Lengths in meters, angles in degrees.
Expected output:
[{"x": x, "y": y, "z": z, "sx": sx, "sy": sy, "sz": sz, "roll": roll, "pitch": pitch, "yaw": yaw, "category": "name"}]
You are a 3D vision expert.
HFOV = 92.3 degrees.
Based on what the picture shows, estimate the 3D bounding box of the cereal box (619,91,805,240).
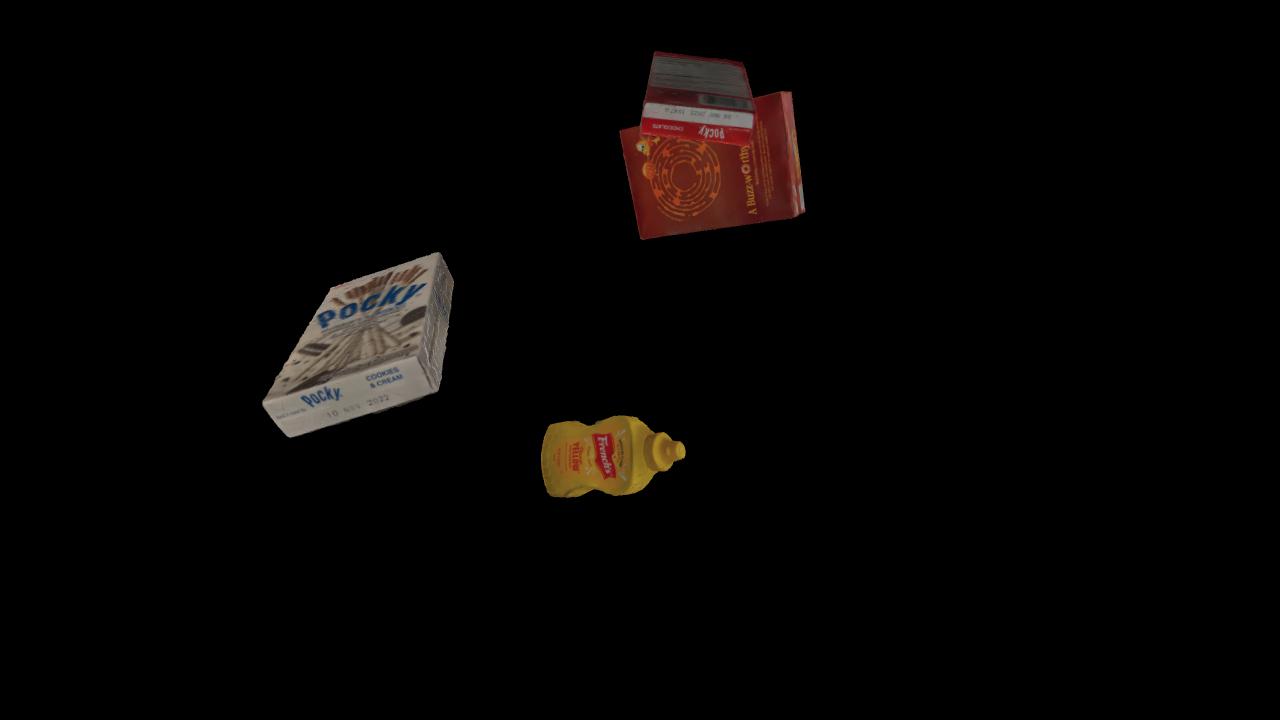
[{"x": 0.125, "y": -0.337, "z": 1.093, "sx": 0.306, "sy": 0.203, "sz": 0.081, "roll": -2, "pitch": 20, "yaw": 30, "category": "cereal box"}]

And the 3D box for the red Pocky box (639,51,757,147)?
[{"x": 0.047, "y": -0.214, "z": 0.497, "sx": 0.083, "sy": 0.028, "sz": 0.155, "roll": 6, "pitch": 39, "yaw": 0, "category": "red Pocky box"}]

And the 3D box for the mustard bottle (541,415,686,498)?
[{"x": -0.029, "y": 0.108, "z": 0.699, "sx": 0.184, "sy": 0.092, "sz": 0.054, "roll": -10, "pitch": -21, "yaw": 34, "category": "mustard bottle"}]

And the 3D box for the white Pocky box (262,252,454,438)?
[{"x": -0.161, "y": -0.017, "z": 0.376, "sx": 0.084, "sy": 0.028, "sz": 0.154, "roll": -18, "pitch": 32, "yaw": -2, "category": "white Pocky box"}]
